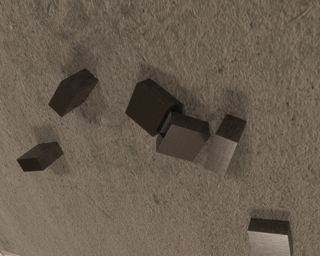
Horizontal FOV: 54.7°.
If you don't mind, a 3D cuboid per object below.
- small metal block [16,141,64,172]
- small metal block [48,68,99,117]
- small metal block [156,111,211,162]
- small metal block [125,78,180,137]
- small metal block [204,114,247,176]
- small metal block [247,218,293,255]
[{"bbox_3d":[-0.202,0.049,0.525,0.050,0.050,0.025,-8,115,31],"label":"small metal block"},{"bbox_3d":[-0.117,-0.048,0.421,0.025,0.050,0.050,44,129,-2],"label":"small metal block"},{"bbox_3d":[0.028,0.011,0.386,0.050,0.025,0.050,16,130,-14],"label":"small metal block"},{"bbox_3d":[-0.011,-0.026,0.389,0.050,0.025,0.050,40,130,16],"label":"small metal block"},{"bbox_3d":[0.077,0.019,0.361,0.025,0.050,0.050,22,127,14],"label":"small metal block"},{"bbox_3d":[0.151,0.152,0.421,0.050,0.025,0.050,-3,117,29],"label":"small metal block"}]
